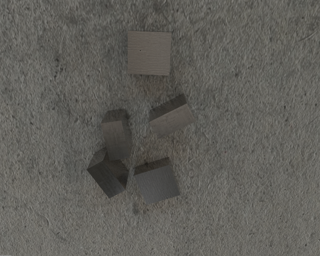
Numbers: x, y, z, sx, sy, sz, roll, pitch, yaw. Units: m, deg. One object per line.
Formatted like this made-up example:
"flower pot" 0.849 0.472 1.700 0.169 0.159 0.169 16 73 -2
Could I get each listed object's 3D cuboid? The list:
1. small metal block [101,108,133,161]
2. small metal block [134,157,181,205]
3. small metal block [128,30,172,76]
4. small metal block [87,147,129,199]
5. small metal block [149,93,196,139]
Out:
"small metal block" -0.054 0.007 0.398 0.025 0.050 0.050 -9 110 3
"small metal block" -0.003 0.075 0.437 0.050 0.025 0.050 -18 109 6
"small metal block" -0.013 -0.092 0.376 0.050 0.025 0.050 2 110 -1
"small metal block" -0.068 0.057 0.417 0.025 0.050 0.050 -30 108 10
"small metal block" 0.015 -0.016 0.390 0.050 0.050 0.025 -26 108 9
